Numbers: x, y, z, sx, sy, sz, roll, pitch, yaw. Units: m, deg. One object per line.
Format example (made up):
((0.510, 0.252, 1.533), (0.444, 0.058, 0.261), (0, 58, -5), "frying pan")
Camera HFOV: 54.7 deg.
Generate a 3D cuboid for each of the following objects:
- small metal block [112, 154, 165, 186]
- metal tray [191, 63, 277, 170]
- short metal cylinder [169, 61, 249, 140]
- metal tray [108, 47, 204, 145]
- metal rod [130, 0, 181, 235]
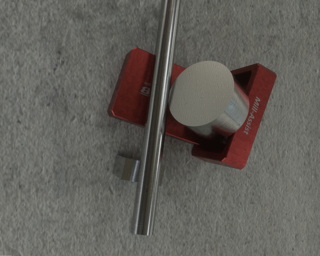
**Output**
((-0.028, 0.052, 0.387), (0.050, 0.050, 0.025), (13, 86, -20), "small metal block")
((0.095, -0.015, 0.412), (0.030, 0.090, 0.130), (24, 82, -19), "metal tray")
((0.058, -0.031, 0.364), (0.050, 0.080, 0.080), (32, 78, -51), "short metal cylinder")
((0.007, -0.039, 0.411), (0.131, 0.030, 0.090), (19, 83, -20), "metal tray")
((-0.002, -0.030, 0.369), (0.025, 0.025, 0.299), (12, 77, -20), "metal rod")
